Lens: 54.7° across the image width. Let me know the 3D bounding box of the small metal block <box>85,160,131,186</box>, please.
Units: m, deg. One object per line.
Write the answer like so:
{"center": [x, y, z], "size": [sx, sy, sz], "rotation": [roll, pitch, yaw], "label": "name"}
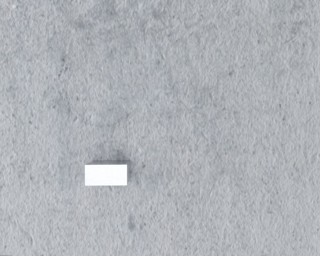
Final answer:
{"center": [-0.065, 0.056, 0.397], "size": [0.050, 0.050, 0.025], "rotation": [0, 90, -1], "label": "small metal block"}
